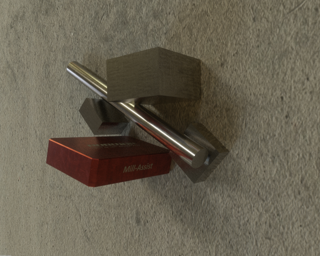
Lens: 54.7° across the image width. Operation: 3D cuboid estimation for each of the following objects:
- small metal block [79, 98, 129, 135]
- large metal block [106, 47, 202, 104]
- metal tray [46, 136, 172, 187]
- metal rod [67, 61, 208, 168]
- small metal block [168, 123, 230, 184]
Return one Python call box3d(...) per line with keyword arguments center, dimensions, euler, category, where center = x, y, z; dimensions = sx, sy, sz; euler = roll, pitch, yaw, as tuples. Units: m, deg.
box3d(center=(-0.082, -0.017, 0.455), dimensions=(0.050, 0.050, 0.025), euler=(52, 120, 27), category="small metal block")
box3d(center=(-0.006, -0.057, 0.372), dimensions=(0.080, 0.081, 0.050), euler=(-2, 89, 39), category="large metal block")
box3d(center=(-0.058, 0.036, 0.384), dimensions=(0.090, 0.131, 0.030), euler=(16, 100, 39), category="metal tray")
box3d(center=(-0.051, -0.034, 0.429), dimensions=(0.300, 0.025, 0.025), euler=(35, 112, 39), category="metal rod")
box3d(center=(0.046, 0.029, 0.368), dimensions=(0.050, 0.025, 0.050), euler=(49, 119, 28), category="small metal block")
